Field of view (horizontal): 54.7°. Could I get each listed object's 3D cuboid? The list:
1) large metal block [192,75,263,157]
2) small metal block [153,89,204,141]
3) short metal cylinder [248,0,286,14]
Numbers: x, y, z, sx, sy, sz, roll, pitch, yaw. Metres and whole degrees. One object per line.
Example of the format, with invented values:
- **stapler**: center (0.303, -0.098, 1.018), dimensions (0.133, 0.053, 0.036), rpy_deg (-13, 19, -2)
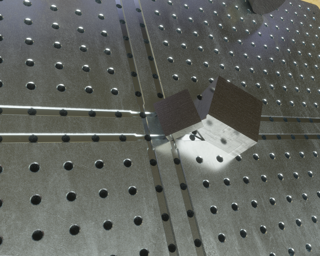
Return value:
- **large metal block**: center (0.099, -0.017, 0.456), dimensions (0.080, 0.050, 0.080), rpy_deg (29, 52, -10)
- **small metal block**: center (0.025, -0.017, 0.414), dimensions (0.050, 0.025, 0.050), rpy_deg (-23, 69, 7)
- **short metal cylinder**: center (0.233, -0.298, 0.680), dimensions (0.081, 0.080, 0.050), rpy_deg (-2, 63, -29)
